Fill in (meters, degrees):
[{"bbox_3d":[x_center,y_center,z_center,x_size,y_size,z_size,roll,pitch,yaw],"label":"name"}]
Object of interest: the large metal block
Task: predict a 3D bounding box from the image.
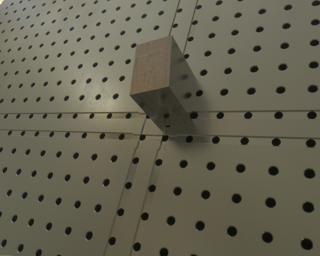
[{"bbox_3d":[0.006,-0.058,0.404,0.050,0.080,0.080,-10,58,23],"label":"large metal block"}]
